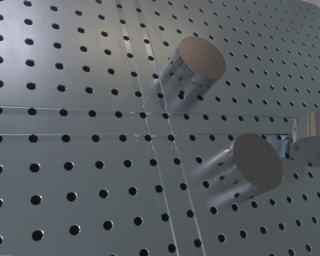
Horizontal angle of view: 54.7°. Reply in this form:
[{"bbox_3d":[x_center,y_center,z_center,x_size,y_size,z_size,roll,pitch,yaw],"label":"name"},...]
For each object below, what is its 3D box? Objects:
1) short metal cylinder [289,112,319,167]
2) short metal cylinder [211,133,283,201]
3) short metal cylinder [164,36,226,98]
[{"bbox_3d":[0.252,0.019,0.496,0.080,0.080,0.050,28,52,-11],"label":"short metal cylinder"},{"bbox_3d":[0.118,0.054,0.423,0.081,0.050,0.080,14,56,-21],"label":"short metal cylinder"},{"bbox_3d":[0.054,-0.093,0.478,0.081,0.050,0.080,14,56,-21],"label":"short metal cylinder"}]
